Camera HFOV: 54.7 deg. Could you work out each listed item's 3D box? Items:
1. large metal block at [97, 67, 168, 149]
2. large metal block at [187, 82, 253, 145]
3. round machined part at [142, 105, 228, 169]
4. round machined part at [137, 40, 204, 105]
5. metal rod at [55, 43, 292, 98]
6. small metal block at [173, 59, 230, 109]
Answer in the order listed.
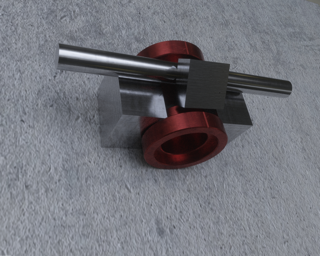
[{"bbox_3d":[-0.037,-0.028,0.367,0.050,0.080,0.080,4,60,-26],"label":"large metal block"},{"bbox_3d":[0.069,-0.021,0.420,0.050,0.080,0.080,4,60,-27],"label":"large metal block"},{"bbox_3d":[0.027,0.008,0.367,0.099,0.097,0.042,4,55,-26],"label":"round machined part"},{"bbox_3d":[0.013,-0.065,0.405,0.099,0.097,0.042,4,61,-27],"label":"round machined part"},{"bbox_3d":[0.038,-0.061,0.360,0.302,0.025,0.025,3,61,-27],"label":"metal rod"},{"bbox_3d":[0.045,-0.048,0.339,0.050,0.025,0.050,1,102,-26],"label":"small metal block"}]
